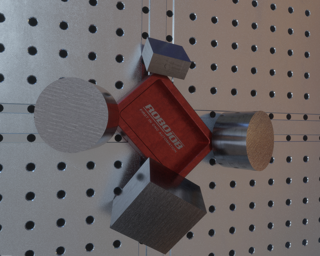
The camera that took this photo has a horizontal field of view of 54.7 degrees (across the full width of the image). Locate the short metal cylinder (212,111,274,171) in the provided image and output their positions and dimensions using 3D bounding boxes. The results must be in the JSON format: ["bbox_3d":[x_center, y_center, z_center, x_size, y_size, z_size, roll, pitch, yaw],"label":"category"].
[{"bbox_3d":[0.115,0.017,0.425,0.081,0.050,0.079,-1,91,-46],"label":"short metal cylinder"}]

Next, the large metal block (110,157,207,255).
[{"bbox_3d":[-0.003,0.096,0.380,0.080,0.050,0.080,33,110,-18],"label":"large metal block"}]

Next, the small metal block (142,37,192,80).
[{"bbox_3d":[0.007,-0.090,0.399,0.050,0.050,0.025,10,125,-20],"label":"small metal block"}]

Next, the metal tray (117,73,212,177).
[{"bbox_3d":[0.004,0.001,0.411,0.090,0.030,0.130,-43,104,-15],"label":"metal tray"}]

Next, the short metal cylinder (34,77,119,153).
[{"bbox_3d":[-0.091,-0.014,0.350,0.080,0.050,0.079,0,91,5],"label":"short metal cylinder"}]
